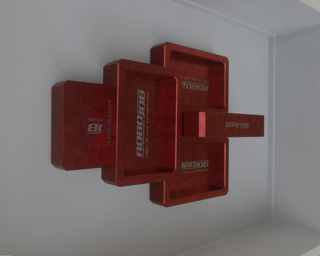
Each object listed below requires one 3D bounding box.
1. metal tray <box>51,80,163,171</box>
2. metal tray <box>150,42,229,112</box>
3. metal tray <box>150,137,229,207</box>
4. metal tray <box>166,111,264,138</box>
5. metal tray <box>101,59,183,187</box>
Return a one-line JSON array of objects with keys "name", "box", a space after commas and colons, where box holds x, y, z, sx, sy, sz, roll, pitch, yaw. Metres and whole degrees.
[{"name": "metal tray", "box": [-0.055, -0.002, 0.355, 0.131, 0.030, 0.089, 0, 90, -40]}, {"name": "metal tray", "box": [0.046, -0.064, 0.442, 0.131, 0.030, 0.089, 1, 90, -40]}, {"name": "metal tray", "box": [0.046, 0.056, 0.442, 0.131, 0.030, 0.089, 1, 90, -40]}, {"name": "metal tray", "box": [0.068, -0.004, 0.420, 0.131, 0.090, 0.030, 1, 90, -40]}, {"name": "metal tray", "box": [-0.018, -0.005, 0.348, 0.091, 0.030, 0.129, 1, 89, -40]}]
